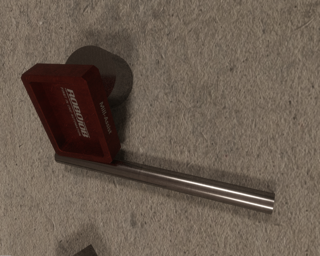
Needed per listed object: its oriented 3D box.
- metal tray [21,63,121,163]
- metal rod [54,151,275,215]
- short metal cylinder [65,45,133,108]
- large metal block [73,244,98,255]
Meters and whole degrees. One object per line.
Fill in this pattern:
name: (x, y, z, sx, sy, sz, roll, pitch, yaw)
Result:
metal tray: (-0.109, -0.016, 0.395, 0.090, 0.030, 0.129, 6, 130, 20)
metal rod: (-0.008, 0.064, 0.410, 0.301, 0.025, 0.025, 10, 93, 19)
short metal cylinder: (-0.084, -0.067, 0.424, 0.080, 0.050, 0.079, 0, 90, 19)
large metal block: (-0.120, 0.226, 0.437, 0.080, 0.050, 0.080, -36, 79, 16)
